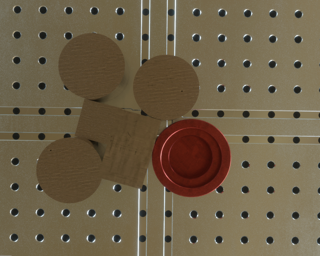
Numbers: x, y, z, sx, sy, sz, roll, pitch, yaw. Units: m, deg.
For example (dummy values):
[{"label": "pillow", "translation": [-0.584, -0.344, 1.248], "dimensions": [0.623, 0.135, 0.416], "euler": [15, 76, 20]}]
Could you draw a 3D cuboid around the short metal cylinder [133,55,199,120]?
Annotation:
[{"label": "short metal cylinder", "translation": [0.008, -0.049, 0.400], "dimensions": [0.081, 0.050, 0.080], "euler": [0, 90, 0]}]

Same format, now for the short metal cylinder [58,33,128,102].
[{"label": "short metal cylinder", "translation": [-0.083, -0.075, 0.400], "dimensions": [0.081, 0.050, 0.080], "euler": [0, 90, 0]}]

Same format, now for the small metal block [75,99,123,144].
[{"label": "small metal block", "translation": [-0.079, -0.008, 0.412], "dimensions": [0.050, 0.025, 0.050], "euler": [15, 90, 0]}]

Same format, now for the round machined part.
[{"label": "round machined part", "translation": [0.039, 0.037, 0.405], "dimensions": [0.099, 0.042, 0.097], "euler": [0, 90, 0]}]

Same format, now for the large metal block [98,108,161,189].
[{"label": "large metal block", "translation": [-0.034, 0.023, 0.382], "dimensions": [0.050, 0.080, 0.080], "euler": [16, 90, 0]}]

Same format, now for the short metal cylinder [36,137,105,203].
[{"label": "short metal cylinder", "translation": [-0.109, 0.051, 0.400], "dimensions": [0.081, 0.050, 0.080], "euler": [0, 90, 0]}]
